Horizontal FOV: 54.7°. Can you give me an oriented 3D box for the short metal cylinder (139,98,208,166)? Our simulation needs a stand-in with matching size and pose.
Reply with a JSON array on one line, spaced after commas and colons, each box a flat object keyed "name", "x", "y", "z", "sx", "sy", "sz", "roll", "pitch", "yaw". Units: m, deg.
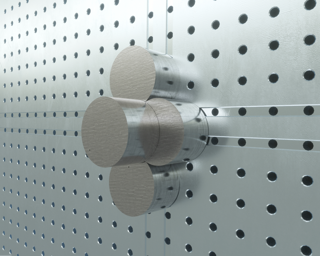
[{"name": "short metal cylinder", "x": 0.012, "y": 0.004, "z": 0.383, "sx": 0.080, "sy": 0.050, "sz": 0.080, "roll": 0, "pitch": 90, "yaw": 40}]

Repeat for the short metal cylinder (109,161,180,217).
[{"name": "short metal cylinder", "x": -0.022, "y": 0.072, "z": 0.410, "sx": 0.080, "sy": 0.050, "sz": 0.080, "roll": -2, "pitch": 87, "yaw": 39}]

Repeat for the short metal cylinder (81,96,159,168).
[{"name": "short metal cylinder", "x": -0.048, "y": 0.004, "z": 0.366, "sx": 0.080, "sy": 0.050, "sz": 0.079, "roll": 0, "pitch": 90, "yaw": 40}]

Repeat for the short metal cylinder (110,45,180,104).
[{"name": "short metal cylinder", "x": -0.021, "y": -0.064, "z": 0.410, "sx": 0.080, "sy": 0.050, "sz": 0.079, "roll": 0, "pitch": 90, "yaw": 39}]

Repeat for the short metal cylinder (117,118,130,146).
[{"name": "short metal cylinder", "x": -0.053, "y": 0.004, "z": 0.437, "sx": 0.080, "sy": 0.050, "sz": 0.079, "roll": 0, "pitch": 90, "yaw": 40}]
